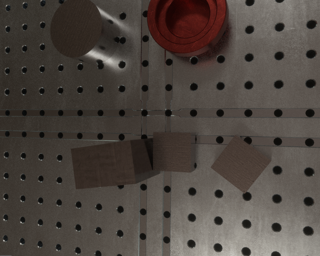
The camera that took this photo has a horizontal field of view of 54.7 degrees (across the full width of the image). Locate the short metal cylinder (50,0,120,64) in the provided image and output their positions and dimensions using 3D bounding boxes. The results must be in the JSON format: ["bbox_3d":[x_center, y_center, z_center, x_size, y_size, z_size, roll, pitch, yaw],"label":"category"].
[{"bbox_3d":[-0.104,-0.134,0.435,0.080,0.050,0.079,0,90,19],"label":"short metal cylinder"}]

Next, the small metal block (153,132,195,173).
[{"bbox_3d":[0.019,0.030,0.405,0.050,0.025,0.050,1,90,19],"label":"small metal block"}]

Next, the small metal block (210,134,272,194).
[{"bbox_3d":[0.099,0.043,0.378,0.050,0.025,0.050,38,102,15],"label":"small metal block"}]

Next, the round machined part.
[{"bbox_3d":[0.037,-0.138,0.390,0.098,0.042,0.097,0,90,19],"label":"round machined part"}]

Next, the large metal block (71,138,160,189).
[{"bbox_3d":[-0.054,0.044,0.401,0.080,0.080,0.050,-9,87,19],"label":"large metal block"}]
